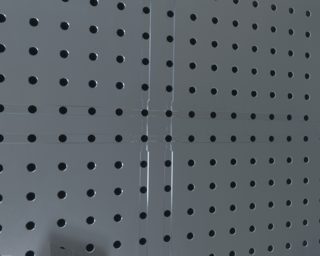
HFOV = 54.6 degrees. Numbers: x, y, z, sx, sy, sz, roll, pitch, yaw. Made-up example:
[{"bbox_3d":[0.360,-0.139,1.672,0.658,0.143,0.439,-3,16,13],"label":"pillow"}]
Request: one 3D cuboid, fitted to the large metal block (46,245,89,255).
[{"bbox_3d":[-0.106,0.194,0.361,0.080,0.050,0.080,25,82,-18],"label":"large metal block"}]
